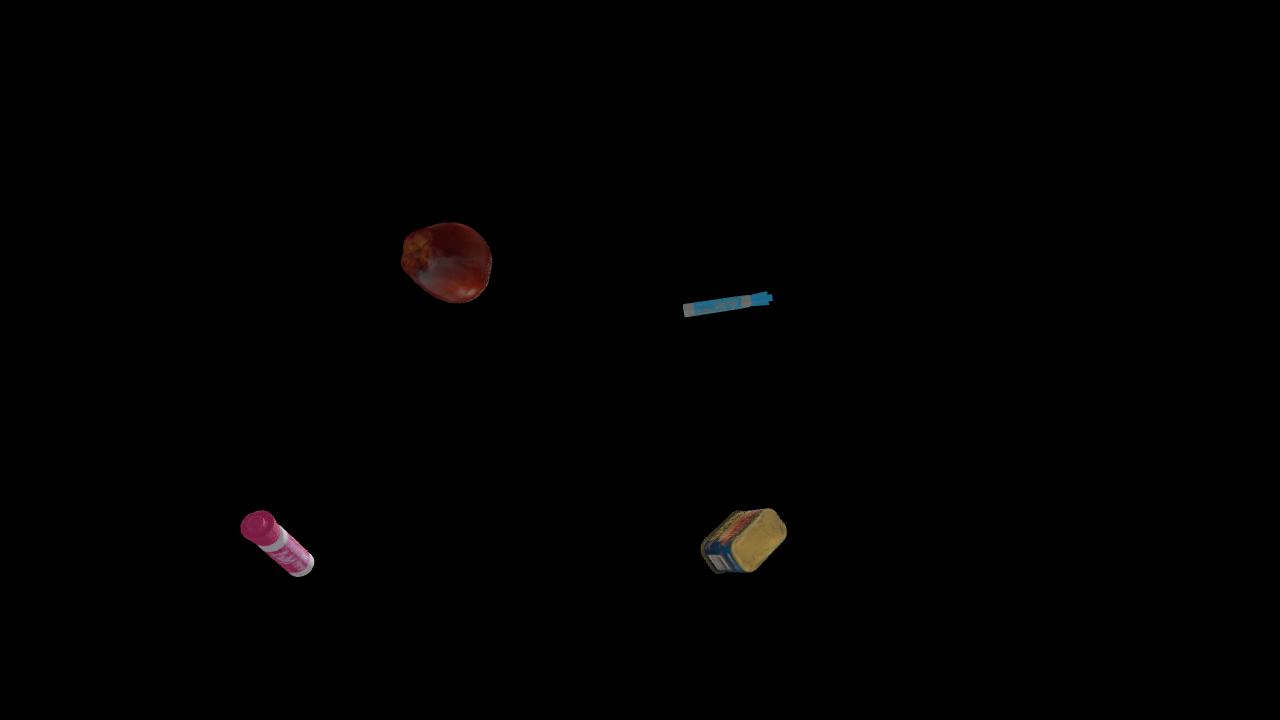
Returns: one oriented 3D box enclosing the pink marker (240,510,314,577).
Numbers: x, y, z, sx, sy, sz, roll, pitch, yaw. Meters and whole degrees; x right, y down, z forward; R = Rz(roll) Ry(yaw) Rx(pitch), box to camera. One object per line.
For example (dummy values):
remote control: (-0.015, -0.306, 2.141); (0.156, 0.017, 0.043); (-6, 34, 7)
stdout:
pink marker: (-0.251, 0.130, 0.429); (0.020, 0.020, 0.121); (0, -29, -15)

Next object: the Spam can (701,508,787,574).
Spam can: (0.151, 0.263, 0.893); (0.101, 0.058, 0.085); (-35, 0, -29)

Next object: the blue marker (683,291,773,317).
blue marker: (0.120, -0.076, 0.838); (0.121, 0.020, 0.020); (-8, -2, 11)

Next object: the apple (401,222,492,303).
apple: (-0.188, -0.097, 0.606); (0.079, 0.079, 0.093); (0, -8, 26)
